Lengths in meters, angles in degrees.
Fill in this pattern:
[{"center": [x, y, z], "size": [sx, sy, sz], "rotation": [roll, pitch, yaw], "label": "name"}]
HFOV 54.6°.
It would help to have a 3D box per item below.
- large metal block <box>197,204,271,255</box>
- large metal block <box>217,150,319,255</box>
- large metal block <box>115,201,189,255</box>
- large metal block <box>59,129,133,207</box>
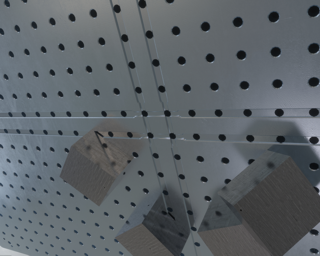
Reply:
[{"center": [0.113, 0.150, 0.428], "size": [0.080, 0.050, 0.080], "rotation": [-26, 105, 37], "label": "large metal block"}, {"center": [0.128, 0.084, 0.353], "size": [0.080, 0.050, 0.080], "rotation": [-40, 98, -5], "label": "large metal block"}, {"center": [-0.014, 0.180, 0.514], "size": [0.080, 0.050, 0.080], "rotation": [46, 129, -5], "label": "large metal block"}, {"center": [-0.102, 0.063, 0.489], "size": [0.080, 0.050, 0.080], "rotation": [36, 129, 4], "label": "large metal block"}]
